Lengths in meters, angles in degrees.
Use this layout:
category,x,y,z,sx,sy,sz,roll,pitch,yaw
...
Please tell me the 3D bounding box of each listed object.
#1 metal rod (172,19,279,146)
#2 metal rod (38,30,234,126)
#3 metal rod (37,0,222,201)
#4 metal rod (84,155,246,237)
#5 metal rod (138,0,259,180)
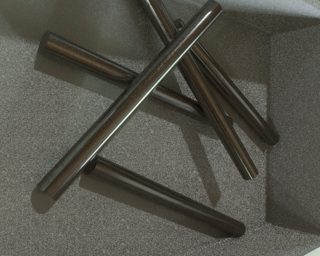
category,x,y,z,sx,sy,sz,roll,pitch,yaw
metal rod,0.115,-0.058,0.502,0.301,0.025,0.025,40,66,-33
metal rod,-0.004,-0.046,0.402,0.302,0.025,0.025,20,78,-38
metal rod,-0.022,-0.045,0.356,0.301,0.025,0.025,-50,120,-17
metal rod,0.028,0.105,0.429,0.301,0.025,0.025,32,70,-35
metal rod,0.057,-0.052,0.426,0.025,0.025,0.299,-42,107,-32
